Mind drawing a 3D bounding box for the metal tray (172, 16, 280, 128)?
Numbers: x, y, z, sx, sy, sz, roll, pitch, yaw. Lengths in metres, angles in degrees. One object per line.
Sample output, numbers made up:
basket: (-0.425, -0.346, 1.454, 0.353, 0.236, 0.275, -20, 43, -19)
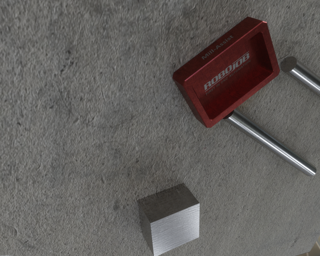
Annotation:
metal tray: (0.091, -0.071, 0.410, 0.130, 0.030, 0.090, -38, 130, -3)

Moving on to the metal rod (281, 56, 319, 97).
metal rod: (0.304, -0.054, 0.543, 0.302, 0.025, 0.025, 19, 108, -36)

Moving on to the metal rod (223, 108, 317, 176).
metal rod: (0.201, 0.031, 0.538, 0.301, 0.025, 0.025, 28, 103, -38)

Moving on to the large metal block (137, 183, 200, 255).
large metal block: (0.015, 0.144, 0.490, 0.081, 0.050, 0.079, -17, 125, -19)
